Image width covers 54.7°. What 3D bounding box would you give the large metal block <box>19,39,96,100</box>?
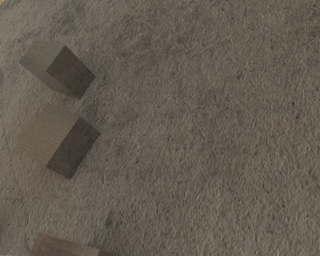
[{"bbox_3d":[-0.170,-0.098,0.518,0.080,0.080,0.050,20,72,35],"label":"large metal block"}]

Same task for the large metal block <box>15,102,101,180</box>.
[{"bbox_3d":[-0.150,0.018,0.456,0.080,0.050,0.080,21,73,35],"label":"large metal block"}]

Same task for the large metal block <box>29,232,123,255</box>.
[{"bbox_3d":[-0.079,0.148,0.319,0.080,0.080,0.050,2,63,29],"label":"large metal block"}]
